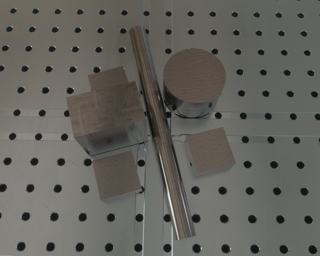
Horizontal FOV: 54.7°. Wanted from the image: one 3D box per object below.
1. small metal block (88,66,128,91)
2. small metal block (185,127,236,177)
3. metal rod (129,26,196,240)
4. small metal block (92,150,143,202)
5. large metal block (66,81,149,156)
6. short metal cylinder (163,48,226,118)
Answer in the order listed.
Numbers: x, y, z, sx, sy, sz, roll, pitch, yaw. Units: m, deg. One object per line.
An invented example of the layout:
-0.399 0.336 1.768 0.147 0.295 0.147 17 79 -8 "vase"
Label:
-0.068 -0.053 0.430 0.050 0.025 0.050 -16 71 -6 "small metal block"
0.064 0.031 0.401 0.050 0.025 0.050 -14 71 -6 "small metal block"
-0.002 -0.008 0.414 0.025 0.025 0.299 -12 70 -5 "metal rod"
-0.053 0.061 0.389 0.050 0.025 0.050 -15 71 -6 "small metal block"
-0.061 -0.009 0.383 0.081 0.080 0.050 -15 71 -6 "large metal block"
0.044 -0.060 0.420 0.081 0.050 0.080 0 70 0 "short metal cylinder"
